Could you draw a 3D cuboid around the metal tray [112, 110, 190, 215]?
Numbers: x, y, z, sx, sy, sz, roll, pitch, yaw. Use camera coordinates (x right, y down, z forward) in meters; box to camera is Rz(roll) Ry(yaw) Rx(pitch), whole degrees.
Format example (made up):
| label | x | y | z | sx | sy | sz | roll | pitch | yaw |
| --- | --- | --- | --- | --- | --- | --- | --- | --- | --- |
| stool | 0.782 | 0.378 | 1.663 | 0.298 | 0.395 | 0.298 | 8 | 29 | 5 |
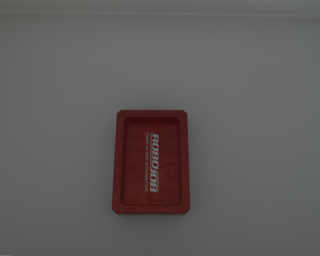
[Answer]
| label | x | y | z | sx | sy | sz | roll | pitch | yaw |
| --- | --- | --- | --- | --- | --- | --- | --- | --- | --- |
| metal tray | -0.010 | 0.042 | 0.391 | 0.091 | 0.030 | 0.130 | 0 | 70 | -1 |
